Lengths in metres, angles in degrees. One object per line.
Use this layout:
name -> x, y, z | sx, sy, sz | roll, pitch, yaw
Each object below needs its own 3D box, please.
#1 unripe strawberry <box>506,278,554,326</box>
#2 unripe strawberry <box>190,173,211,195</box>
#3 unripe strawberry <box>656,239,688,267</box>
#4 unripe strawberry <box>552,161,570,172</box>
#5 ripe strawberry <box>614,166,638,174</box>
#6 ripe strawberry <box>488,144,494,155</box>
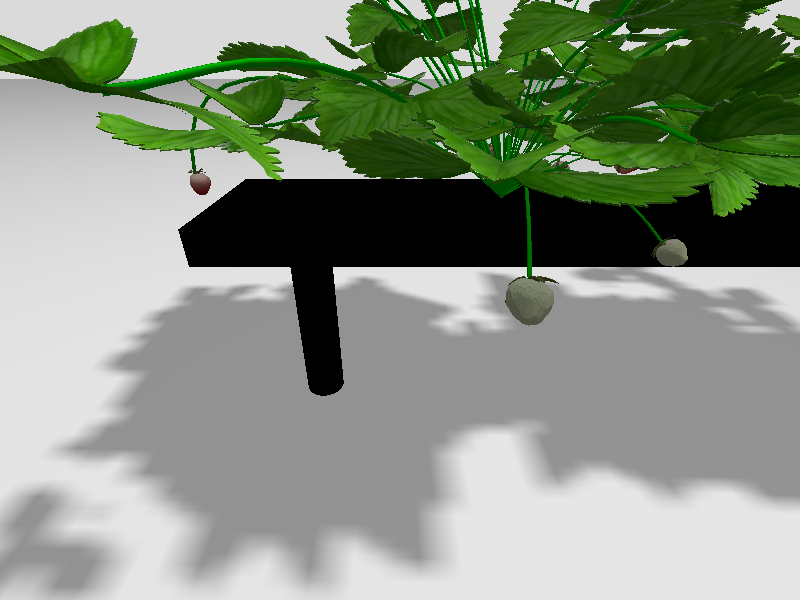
unripe strawberry -> 0.058, 0.001, 0.178 | 0.021, 0.021, 0.018 | 5, -27, 8
unripe strawberry -> -0.158, -0.092, 0.318 | 0.015, 0.018, 0.018 | -3, 31, -6
unripe strawberry -> 0.157, -0.026, 0.230 | 0.015, 0.016, 0.015 | -14, -38, -22
unripe strawberry -> 0.166, -0.135, 0.412 | 0.016, 0.016, 0.017 | -26, 39, -37
ripe strawberry -> 0.242, -0.149, 0.419 | 0.032, 0.033, 0.029 | -16, 34, -26
ripe strawberry -> 0.098, -0.171, 0.467 | 0.024, 0.021, 0.024 | 2, 25, 3
